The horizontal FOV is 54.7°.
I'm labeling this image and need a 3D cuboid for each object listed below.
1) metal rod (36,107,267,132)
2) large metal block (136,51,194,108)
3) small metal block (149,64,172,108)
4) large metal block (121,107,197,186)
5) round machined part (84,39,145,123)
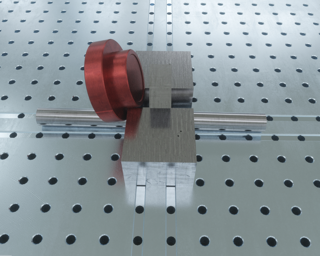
[{"bbox_3d":[-0.012,-0.011,0.417,0.302,0.025,0.025,2,50,1],"label":"metal rod"},{"bbox_3d":[0.004,-0.066,0.447,0.081,0.050,0.080,1,50,0],"label":"large metal block"},{"bbox_3d":[0.001,-0.050,0.376,0.025,0.050,0.050,1,6,0],"label":"small metal block"},{"bbox_3d":[0.000,0.022,0.373,0.080,0.050,0.080,1,50,1],"label":"large metal block"},{"bbox_3d":[-0.048,-0.057,0.370,0.042,0.098,0.098,-6,49,14],"label":"round machined part"}]
